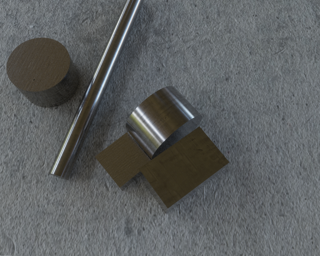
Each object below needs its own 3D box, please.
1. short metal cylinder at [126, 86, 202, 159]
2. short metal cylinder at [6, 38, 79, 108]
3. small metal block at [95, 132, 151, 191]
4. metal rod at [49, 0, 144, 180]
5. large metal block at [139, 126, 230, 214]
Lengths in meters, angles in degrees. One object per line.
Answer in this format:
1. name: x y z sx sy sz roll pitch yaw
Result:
1. short metal cylinder: 0.005 -0.005 0.381 0.080 0.080 0.050 -38 75 -13
2. short metal cylinder: -0.156 -0.074 0.420 0.081 0.050 0.080 0 70 0
3. small metal block: -0.045 0.042 0.392 0.050 0.025 0.050 -38 75 -13
4. metal rod: -0.081 -0.073 0.433 0.025 0.025 0.299 17 71 5
5. large metal block: 0.025 0.052 0.360 0.080 0.080 0.050 -34 74 -12
